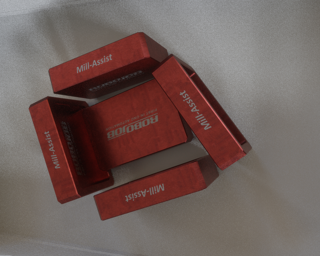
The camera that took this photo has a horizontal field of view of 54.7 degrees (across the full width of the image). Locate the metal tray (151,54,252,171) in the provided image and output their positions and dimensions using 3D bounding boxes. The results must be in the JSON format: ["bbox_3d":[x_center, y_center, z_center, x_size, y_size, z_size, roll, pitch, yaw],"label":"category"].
[{"bbox_3d":[0.051,-0.018,0.356,0.030,0.090,0.130,-38,78,17],"label":"metal tray"}]

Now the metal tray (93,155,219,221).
[{"bbox_3d":[-0.001,0.069,0.373,0.130,0.090,0.030,-21,83,18],"label":"metal tray"}]

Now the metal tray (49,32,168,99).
[{"bbox_3d":[-0.060,-0.073,0.394,0.130,0.090,0.030,-17,85,19],"label":"metal tray"}]

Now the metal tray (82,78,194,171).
[{"bbox_3d":[-0.032,-0.004,0.415,0.130,0.030,0.090,-21,83,18],"label":"metal tray"}]

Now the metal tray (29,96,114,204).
[{"bbox_3d":[-0.114,0.026,0.412,0.030,0.090,0.129,-22,83,18],"label":"metal tray"}]
